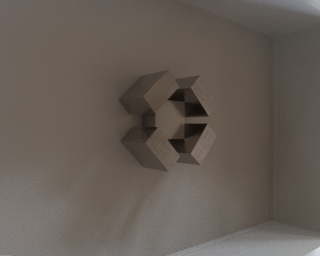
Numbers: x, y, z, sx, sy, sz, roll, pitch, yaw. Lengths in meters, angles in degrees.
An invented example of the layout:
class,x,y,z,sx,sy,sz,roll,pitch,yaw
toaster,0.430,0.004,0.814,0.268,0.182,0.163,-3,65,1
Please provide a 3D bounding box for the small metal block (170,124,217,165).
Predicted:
class,x,y,z,sx,sy,sz,roll,pitch,yaw
small metal block,0.041,0.021,0.422,0.025,0.050,0.050,49,60,-30

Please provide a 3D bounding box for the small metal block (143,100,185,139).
class,x,y,z,sx,sy,sz,roll,pitch,yaw
small metal block,0.006,-0.011,0.408,0.050,0.025,0.050,1,90,-40

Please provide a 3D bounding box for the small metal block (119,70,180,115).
class,x,y,z,sx,sy,sz,roll,pitch,yaw
small metal block,-0.013,-0.043,0.376,0.050,0.050,0.025,-49,119,-28

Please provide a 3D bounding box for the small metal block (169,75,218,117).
class,x,y,z,sx,sy,sz,roll,pitch,yaw
small metal block,0.042,-0.042,0.422,0.025,0.050,0.050,-53,122,-28

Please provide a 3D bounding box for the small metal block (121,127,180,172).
class,x,y,z,sx,sy,sz,roll,pitch,yaw
small metal block,-0.012,0.025,0.378,0.025,0.050,0.050,-52,120,-26
